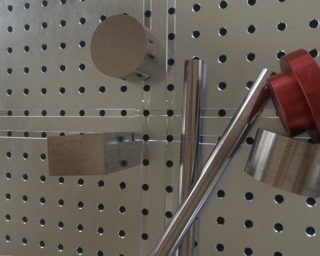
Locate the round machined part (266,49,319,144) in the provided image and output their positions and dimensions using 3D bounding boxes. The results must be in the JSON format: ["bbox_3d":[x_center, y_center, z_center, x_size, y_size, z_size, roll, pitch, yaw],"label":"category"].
[{"bbox_3d":[0.143,-0.028,0.322,0.042,0.098,0.098,-22,83,16],"label":"round machined part"}]

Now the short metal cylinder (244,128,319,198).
[{"bbox_3d":[0.138,0.035,0.334,0.080,0.080,0.050,18,97,19],"label":"short metal cylinder"}]

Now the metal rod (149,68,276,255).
[{"bbox_3d":[0.055,0.065,0.372,0.025,0.025,0.299,31,92,17],"label":"metal rod"}]

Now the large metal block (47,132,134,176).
[{"bbox_3d":[-0.090,0.033,0.415,0.080,0.080,0.050,-4,89,20],"label":"large metal block"}]

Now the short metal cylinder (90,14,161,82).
[{"bbox_3d":[-0.045,-0.104,0.415,0.080,0.050,0.080,0,90,20],"label":"short metal cylinder"}]

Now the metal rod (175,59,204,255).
[{"bbox_3d":[0.037,0.063,0.399,0.025,0.025,0.298,3,91,20],"label":"metal rod"}]
